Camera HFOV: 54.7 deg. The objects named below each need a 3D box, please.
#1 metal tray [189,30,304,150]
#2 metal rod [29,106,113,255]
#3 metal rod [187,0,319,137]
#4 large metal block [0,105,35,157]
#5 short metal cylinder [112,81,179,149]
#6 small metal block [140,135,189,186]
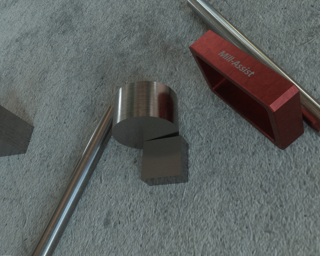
[{"bbox_3d":[0.093,-0.043,0.338,0.030,0.090,0.130,-41,51,0],"label":"metal tray"},{"bbox_3d":[-0.123,0.104,0.403,0.025,0.025,0.300,11,67,32],"label":"metal rod"},{"bbox_3d":[0.113,-0.102,0.406,0.025,0.025,0.300,-34,52,6],"label":"metal rod"},{"bbox_3d":[-0.271,0.007,0.503,0.080,0.080,0.050,-9,58,23],"label":"large metal block"},{"bbox_3d":[-0.017,-0.014,0.385,0.080,0.080,0.050,-14,56,20],"label":"short metal cylinder"},{"bbox_3d":[0.007,0.040,0.375,0.050,0.025,0.050,-10,57,22],"label":"small metal block"}]
